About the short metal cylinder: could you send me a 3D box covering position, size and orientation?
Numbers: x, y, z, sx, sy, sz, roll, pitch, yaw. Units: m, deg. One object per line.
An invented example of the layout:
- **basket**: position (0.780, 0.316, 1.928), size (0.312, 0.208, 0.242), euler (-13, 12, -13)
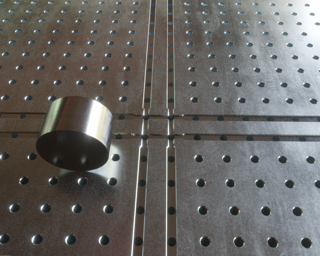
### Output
- **short metal cylinder**: position (-0.097, 0.008, 0.365), size (0.080, 0.080, 0.050), euler (1, 50, 1)
